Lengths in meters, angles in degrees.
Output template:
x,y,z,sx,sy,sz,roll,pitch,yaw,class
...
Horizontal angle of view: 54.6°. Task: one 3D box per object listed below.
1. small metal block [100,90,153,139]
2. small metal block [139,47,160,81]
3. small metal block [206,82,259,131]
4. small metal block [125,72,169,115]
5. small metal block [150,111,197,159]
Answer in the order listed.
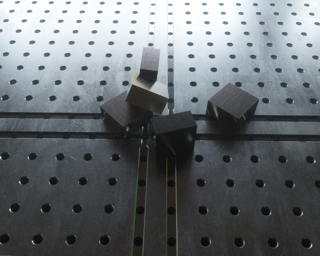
x,y,z,sx,sy,sz,roll,pitch,yaw,class
-0.045,-0.021,0.425,0.050,0.025,0.050,-35,59,-26,small metal block
-0.017,-0.083,0.459,0.025,0.050,0.050,7,50,-3,small metal block
0.101,-0.031,0.434,0.050,0.025,0.050,35,58,26,small metal block
-0.017,-0.047,0.418,0.050,0.025,0.050,20,25,-12,small metal block
0.016,0.009,0.384,0.050,0.050,0.025,-12,51,-10,small metal block
